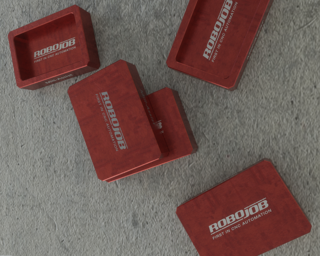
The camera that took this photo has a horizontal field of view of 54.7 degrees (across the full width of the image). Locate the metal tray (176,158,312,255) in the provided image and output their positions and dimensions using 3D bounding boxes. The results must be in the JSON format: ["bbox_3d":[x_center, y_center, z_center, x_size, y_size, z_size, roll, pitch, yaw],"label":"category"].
[{"bbox_3d":[0.096,0.106,0.372,0.130,0.030,0.090,-33,80,17],"label":"metal tray"}]

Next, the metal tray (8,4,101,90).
[{"bbox_3d":[-0.160,-0.116,0.462,0.130,0.030,0.090,-13,86,19],"label":"metal tray"}]

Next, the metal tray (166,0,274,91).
[{"bbox_3d":[0.073,-0.121,0.380,0.090,0.030,0.129,24,98,18],"label":"metal tray"}]

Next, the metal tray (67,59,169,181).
[{"bbox_3d":[-0.054,-0.009,0.393,0.090,0.030,0.129,-24,82,18],"label":"metal tray"}]

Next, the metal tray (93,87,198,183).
[{"bbox_3d":[-0.026,0.011,0.415,0.130,0.030,0.090,-21,83,18],"label":"metal tray"}]
